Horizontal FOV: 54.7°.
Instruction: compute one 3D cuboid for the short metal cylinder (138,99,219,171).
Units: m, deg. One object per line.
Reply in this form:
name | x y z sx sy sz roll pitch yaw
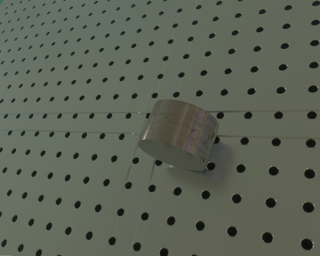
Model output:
short metal cylinder | 0.021 0.010 0.355 0.080 0.080 0.050 9 66 32
